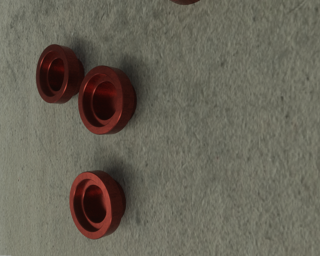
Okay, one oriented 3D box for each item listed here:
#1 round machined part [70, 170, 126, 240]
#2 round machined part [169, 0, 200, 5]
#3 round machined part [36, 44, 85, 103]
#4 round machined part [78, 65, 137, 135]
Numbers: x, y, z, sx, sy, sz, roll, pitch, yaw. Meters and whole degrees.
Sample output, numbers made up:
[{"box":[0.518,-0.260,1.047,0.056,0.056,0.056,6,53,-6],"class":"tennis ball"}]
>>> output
[{"box":[-0.089,0.112,0.465,0.098,0.042,0.097,0,90,39],"class":"round machined part"},{"box":[0.027,-0.203,0.370,0.098,0.042,0.097,0,90,39],"class":"round machined part"},{"box":[-0.167,-0.090,0.528,0.098,0.042,0.097,0,90,39],"class":"round machined part"},{"box":[-0.072,-0.039,0.451,0.098,0.042,0.097,0,90,39],"class":"round machined part"}]
